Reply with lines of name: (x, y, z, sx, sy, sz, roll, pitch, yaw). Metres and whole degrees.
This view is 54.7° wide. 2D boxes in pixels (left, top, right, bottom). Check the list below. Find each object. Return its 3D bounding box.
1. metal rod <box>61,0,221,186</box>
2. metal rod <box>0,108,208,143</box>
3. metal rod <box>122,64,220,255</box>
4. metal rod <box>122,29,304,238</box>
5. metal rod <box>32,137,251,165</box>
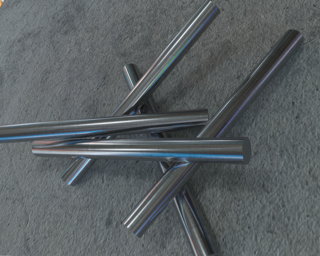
metal rod: (-0.029, -0.041, 0.410, 0.299, 0.025, 0.025, -50, 51, 7)
metal rod: (-0.090, 0.000, 0.394, 0.301, 0.025, 0.025, -4, 59, 11)
metal rod: (0.000, 0.018, 0.392, 0.025, 0.025, 0.300, -30, 52, 9)
metal rod: (0.069, -0.005, 0.349, 0.025, 0.025, 0.301, 31, 72, 38)
metal rod: (-0.047, 0.025, 0.360, 0.300, 0.025, 0.025, -2, 61, 33)
